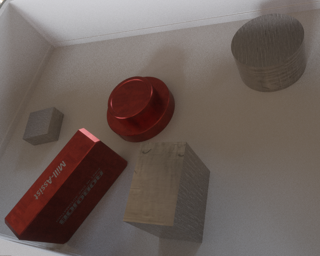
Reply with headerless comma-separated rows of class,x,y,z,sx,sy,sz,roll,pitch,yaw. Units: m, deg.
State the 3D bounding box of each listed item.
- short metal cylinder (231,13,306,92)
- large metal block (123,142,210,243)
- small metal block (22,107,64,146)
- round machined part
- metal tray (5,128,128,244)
short metal cylinder,0.132,-0.090,0.375,0.080,0.050,0.080,-13,56,20
large metal block,0.012,0.068,0.322,0.050,0.080,0.080,-3,61,26
small metal block,-0.189,-0.002,0.504,0.050,0.025,0.050,-11,57,21
round machined part,-0.033,-0.033,0.431,0.098,0.042,0.098,-13,56,20
metal tray,-0.104,0.073,0.369,0.030,0.090,0.130,33,80,27
